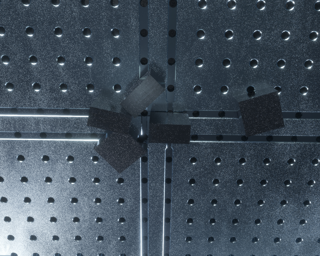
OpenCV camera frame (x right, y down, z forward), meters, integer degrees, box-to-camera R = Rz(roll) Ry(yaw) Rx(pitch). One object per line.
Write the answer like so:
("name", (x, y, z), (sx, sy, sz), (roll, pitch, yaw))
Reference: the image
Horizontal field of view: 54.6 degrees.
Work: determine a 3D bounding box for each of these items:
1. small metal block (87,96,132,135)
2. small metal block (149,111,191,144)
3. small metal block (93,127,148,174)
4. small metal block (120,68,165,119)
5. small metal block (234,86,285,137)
("small metal block", (-0.060, -0.017, 0.393), (0.050, 0.050, 0.025), (13, 110, -5))
("small metal block", (0.012, -0.001, 0.400), (0.050, 0.050, 0.025), (2, 110, -1))
("small metal block", (-0.053, 0.025, 0.422), (0.050, 0.025, 0.050), (-40, 106, 13))
("small metal block", (-0.021, -0.044, 0.383), (0.050, 0.050, 0.025), (-42, 105, 14))
("small metal block", (0.130, -0.021, 0.406), (0.050, 0.025, 0.050), (-16, 109, 6))
